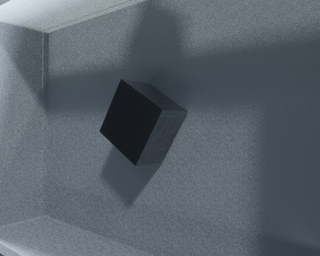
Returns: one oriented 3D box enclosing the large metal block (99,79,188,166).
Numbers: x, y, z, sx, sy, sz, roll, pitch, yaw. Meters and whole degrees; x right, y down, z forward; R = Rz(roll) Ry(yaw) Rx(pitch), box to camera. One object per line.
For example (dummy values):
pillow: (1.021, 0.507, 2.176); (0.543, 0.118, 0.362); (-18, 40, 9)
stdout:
large metal block: (-0.024, -0.008, 0.407); (0.080, 0.050, 0.080); (39, 113, 33)
